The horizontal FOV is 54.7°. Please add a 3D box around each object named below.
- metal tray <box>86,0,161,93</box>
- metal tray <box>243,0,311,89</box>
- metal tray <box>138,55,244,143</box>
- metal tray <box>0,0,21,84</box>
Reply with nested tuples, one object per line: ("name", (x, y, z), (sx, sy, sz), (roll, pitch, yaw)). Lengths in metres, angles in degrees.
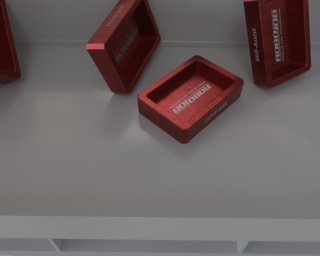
("metal tray", (-0.047, -0.126, 0.456), (0.030, 0.090, 0.130), (7, 55, 27))
("metal tray", (0.174, -0.134, 0.451), (0.091, 0.129, 0.030), (-25, 26, -19))
("metal tray", (0.044, -0.046, 0.440), (0.090, 0.030, 0.131), (36, 59, 26))
("metal tray", (-0.251, -0.132, 0.431), (0.030, 0.090, 0.129), (-15, 87, 18))
